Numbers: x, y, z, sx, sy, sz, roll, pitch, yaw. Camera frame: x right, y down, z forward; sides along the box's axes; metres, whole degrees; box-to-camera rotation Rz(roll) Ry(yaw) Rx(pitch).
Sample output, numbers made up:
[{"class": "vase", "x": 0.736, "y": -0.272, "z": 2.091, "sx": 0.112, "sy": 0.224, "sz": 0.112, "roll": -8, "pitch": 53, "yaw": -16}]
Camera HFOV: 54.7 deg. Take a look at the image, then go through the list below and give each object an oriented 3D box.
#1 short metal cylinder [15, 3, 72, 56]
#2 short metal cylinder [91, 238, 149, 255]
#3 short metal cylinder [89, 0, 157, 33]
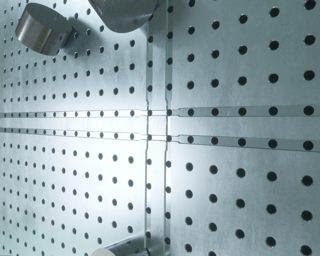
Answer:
[{"class": "short metal cylinder", "x": -0.202, "y": -0.172, "z": 0.541, "sx": 0.050, "sy": 0.081, "sz": 0.080, "roll": -50, "pitch": 61, "yaw": 29}, {"class": "short metal cylinder", "x": -0.056, "y": 0.204, "z": 0.440, "sx": 0.080, "sy": 0.050, "sz": 0.079, "roll": 0, "pitch": 90, "yaw": 40}, {"class": "short metal cylinder", "x": -0.051, "y": -0.176, "z": 0.416, "sx": 0.080, "sy": 0.081, "sz": 0.050, "roll": -49, "pitch": 61, "yaw": 29}]
